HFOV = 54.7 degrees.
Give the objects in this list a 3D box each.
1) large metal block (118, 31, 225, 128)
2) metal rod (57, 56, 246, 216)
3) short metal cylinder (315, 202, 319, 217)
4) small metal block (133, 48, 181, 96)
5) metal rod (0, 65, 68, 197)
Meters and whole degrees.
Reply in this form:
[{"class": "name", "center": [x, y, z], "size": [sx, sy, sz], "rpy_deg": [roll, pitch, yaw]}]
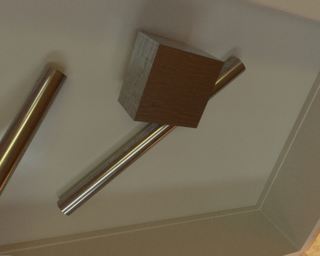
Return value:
[{"class": "large metal block", "center": [0.010, -0.050, 0.336], "size": [0.081, 0.050, 0.079], "rpy_deg": [7, 115, -32]}, {"class": "metal rod", "center": [-0.010, 0.009, 0.410], "size": [0.300, 0.025, 0.025], "rpy_deg": [-39, 130, -2]}, {"class": "short metal cylinder", "center": [0.419, 0.201, 0.734], "size": [0.050, 0.080, 0.080], "rpy_deg": [-35, 129, -5]}, {"class": "small metal block", "center": [-0.008, -0.066, 0.365], "size": [0.050, 0.025, 0.050], "rpy_deg": [-2, 119, -28]}, {"class": "metal rod", "center": [-0.171, 0.075, 0.291], "size": [0.025, 0.025, 0.299], "rpy_deg": [35, 77, -39]}]
